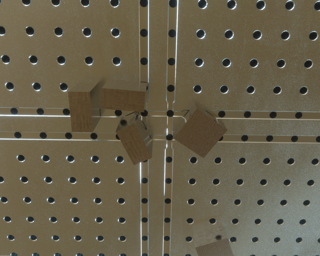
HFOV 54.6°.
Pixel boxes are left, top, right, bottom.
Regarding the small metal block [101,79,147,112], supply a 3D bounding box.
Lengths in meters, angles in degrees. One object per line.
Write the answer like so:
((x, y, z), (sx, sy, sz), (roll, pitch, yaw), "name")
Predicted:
((-0.043, -0.041, 0.385), (0.050, 0.050, 0.025), (5, 110, -2), "small metal block")

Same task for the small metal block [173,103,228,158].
((0.053, 0.004, 0.415), (0.050, 0.025, 0.050), (34, 107, -12), "small metal block")

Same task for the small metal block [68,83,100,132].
((-0.094, -0.027, 0.389), (0.025, 0.050, 0.050), (0, 110, 0), "small metal block")

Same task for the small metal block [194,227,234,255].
((0.085, 0.190, 0.484), (0.050, 0.025, 0.050), (-19, 109, 6), "small metal block")

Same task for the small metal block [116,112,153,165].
((-0.032, 0.012, 0.404), (0.025, 0.050, 0.050), (-23, 109, 8), "small metal block")
